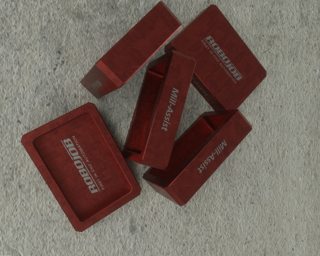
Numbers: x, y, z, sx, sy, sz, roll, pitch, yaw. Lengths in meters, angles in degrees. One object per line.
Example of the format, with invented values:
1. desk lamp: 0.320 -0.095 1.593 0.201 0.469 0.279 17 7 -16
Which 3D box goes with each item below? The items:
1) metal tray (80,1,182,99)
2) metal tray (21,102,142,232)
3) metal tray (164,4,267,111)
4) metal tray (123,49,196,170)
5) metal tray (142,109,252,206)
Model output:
1. metal tray: -0.039 -0.079 0.341 0.030 0.130 0.090 46 75 -15
2. metal tray: -0.092 0.045 0.374 0.091 0.030 0.129 -30 100 -18
3. metal tray: 0.081 -0.094 0.439 0.090 0.030 0.130 -46 105 -14
4. metal tray: -0.005 -0.020 0.374 0.030 0.090 0.129 18 84 -20
5. metal tray: 0.044 0.032 0.393 0.130 0.090 0.030 -45 105 -15
